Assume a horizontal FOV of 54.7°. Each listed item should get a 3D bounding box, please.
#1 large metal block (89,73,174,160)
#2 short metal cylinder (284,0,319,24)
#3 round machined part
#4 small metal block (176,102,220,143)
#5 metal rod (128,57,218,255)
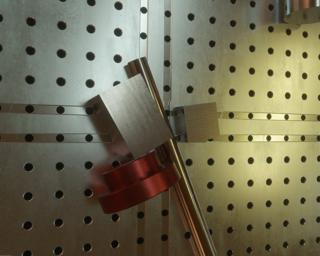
[{"bbox_3d":[-0.038,-0.013,0.370,0.050,0.080,0.080,-31,101,-18],"label":"large metal block"},{"bbox_3d":[0.231,-0.195,0.471,0.081,0.080,0.050,-1,91,-20],"label":"short metal cylinder"},{"bbox_3d":[-0.029,0.059,0.365,0.099,0.098,0.042,-24,89,-19],"label":"round machined part"},{"bbox_3d":[0.053,-0.008,0.434,0.050,0.025,0.050,-8,93,-20],"label":"small metal block"},{"bbox_3d":[0.021,0.051,0.421,0.025,0.025,0.298,-23,98,-19],"label":"metal rod"}]
